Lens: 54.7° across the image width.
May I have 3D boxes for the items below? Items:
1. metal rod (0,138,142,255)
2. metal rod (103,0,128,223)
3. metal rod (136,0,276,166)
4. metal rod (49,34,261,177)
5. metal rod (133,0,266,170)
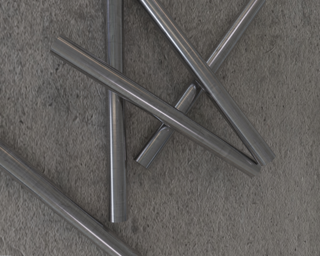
[{"bbox_3d":[-0.123,0.083,0.363,0.300,0.025,0.025,45,76,-15],"label":"metal rod"},{"bbox_3d":[-0.055,-0.034,0.388,0.025,0.025,0.298,-1,91,-20],"label":"metal rod"},{"bbox_3d":[0.051,-0.076,0.402,0.025,0.025,0.300,-38,93,-16],"label":"metal rod"},{"bbox_3d":[0.008,-0.018,0.384,0.301,0.025,0.025,31,80,-18],"label":"metal rod"},{"bbox_3d":[0.060,-0.072,0.430,0.025,0.025,0.300,39,77,-16],"label":"metal rod"}]
